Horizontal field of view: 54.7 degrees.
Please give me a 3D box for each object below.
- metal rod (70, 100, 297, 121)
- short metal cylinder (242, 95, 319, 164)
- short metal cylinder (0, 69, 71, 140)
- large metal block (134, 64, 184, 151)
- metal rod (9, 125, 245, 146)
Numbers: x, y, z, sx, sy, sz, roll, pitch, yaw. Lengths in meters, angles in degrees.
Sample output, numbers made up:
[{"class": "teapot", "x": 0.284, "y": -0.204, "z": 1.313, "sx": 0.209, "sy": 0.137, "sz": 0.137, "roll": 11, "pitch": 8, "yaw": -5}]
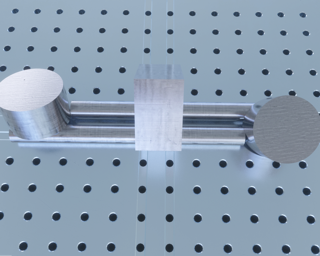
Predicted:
[{"class": "metal rod", "x": 0.033, "y": -0.023, "z": 0.420, "sx": 0.302, "sy": 0.025, "sz": 0.025, "roll": 1, "pitch": 70, "yaw": 0}, {"class": "short metal cylinder", "x": 0.149, "y": 0.001, "z": 0.385, "sx": 0.081, "sy": 0.050, "sz": 0.079, "roll": 0, "pitch": 92, "yaw": 0}, {"class": "short metal cylinder", "x": -0.159, "y": -0.031, "z": 0.393, "sx": 0.081, "sy": 0.050, "sz": 0.080, "roll": 0, "pitch": 47, "yaw": 0}, {"class": "large metal block", "x": -0.001, "y": -0.027, "z": 0.360, "sx": 0.050, "sy": 0.080, "sz": 0.079, "roll": 1, "pitch": 112, "yaw": 0}, {"class": "metal rod", "x": -0.042, "y": 0.009, "z": 0.407, "sx": 0.302, "sy": 0.025, "sz": 0.025, "roll": 1, "pitch": 70, "yaw": 0}]
